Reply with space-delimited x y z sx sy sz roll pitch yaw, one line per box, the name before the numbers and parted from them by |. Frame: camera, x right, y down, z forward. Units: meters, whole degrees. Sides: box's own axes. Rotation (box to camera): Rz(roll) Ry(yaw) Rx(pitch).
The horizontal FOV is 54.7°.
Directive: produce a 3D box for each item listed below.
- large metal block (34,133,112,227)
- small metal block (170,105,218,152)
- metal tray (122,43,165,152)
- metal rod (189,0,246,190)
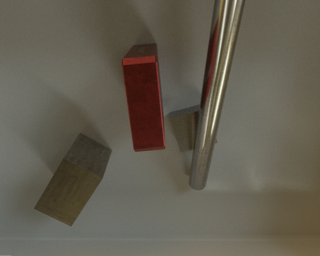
large metal block | -0.110 0.064 0.404 0.050 0.080 0.080 31 107 -11
small metal block | 0.044 -0.001 0.412 0.050 0.025 0.050 -15 110 5
metal tray | -0.014 -0.041 0.340 0.030 0.130 0.089 -5 110 2
metal rod | 0.056 -0.026 0.338 0.025 0.025 0.298 1 135 -1
